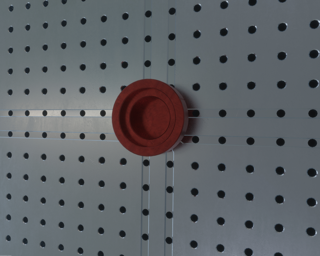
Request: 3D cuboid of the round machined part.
[{"bbox_3d":[-0.010,-0.013,0.407,0.098,0.042,0.097,0,90,20],"label":"round machined part"}]
